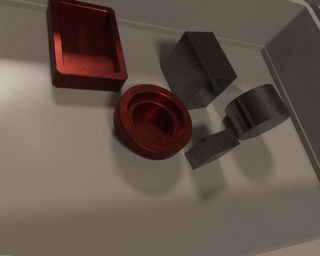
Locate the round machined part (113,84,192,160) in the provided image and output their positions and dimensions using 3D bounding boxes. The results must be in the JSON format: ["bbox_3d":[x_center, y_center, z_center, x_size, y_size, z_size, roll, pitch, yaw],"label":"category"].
[{"bbox_3d":[-0.012,-0.004,0.392,0.099,0.042,0.098,14,56,-21],"label":"round machined part"}]

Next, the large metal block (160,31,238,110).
[{"bbox_3d":[0.053,-0.081,0.451,0.050,0.080,0.080,-10,67,-33],"label":"large metal block"}]

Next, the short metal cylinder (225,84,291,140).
[{"bbox_3d":[0.145,-0.022,0.465,0.081,0.080,0.050,-11,68,-33],"label":"short metal cylinder"}]

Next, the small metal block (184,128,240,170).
[{"bbox_3d":[0.069,0.028,0.412,0.050,0.050,0.025,-17,71,-35],"label":"small metal block"}]

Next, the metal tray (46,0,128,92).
[{"bbox_3d":[-0.100,-0.113,0.418,0.091,0.030,0.130,1,61,-28],"label":"metal tray"}]
